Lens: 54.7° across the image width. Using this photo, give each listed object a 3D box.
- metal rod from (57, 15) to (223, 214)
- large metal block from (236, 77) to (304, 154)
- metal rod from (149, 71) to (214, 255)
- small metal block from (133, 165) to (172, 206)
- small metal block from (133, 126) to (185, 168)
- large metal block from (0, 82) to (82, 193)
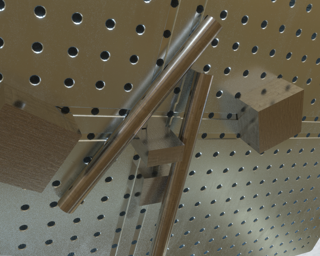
[{"bbox_3d":[-0.030,-0.011,0.387,0.025,0.025,0.299,33,100,-38],"label":"metal rod"},{"bbox_3d":[0.168,-0.020,0.474,0.080,0.050,0.080,-25,128,-13],"label":"large metal block"},{"bbox_3d":[0.024,0.070,0.436,0.025,0.025,0.298,5,107,-31],"label":"metal rod"},{"bbox_3d":[-0.009,0.084,0.459,0.050,0.025,0.050,-3,120,-27],"label":"small metal block"},{"bbox_3d":[-0.003,0.023,0.408,0.050,0.050,0.025,-7,122,-25],"label":"small metal block"},{"bbox_3d":[-0.143,0.012,0.324,0.080,0.050,0.080,29,102,-38],"label":"large metal block"}]
